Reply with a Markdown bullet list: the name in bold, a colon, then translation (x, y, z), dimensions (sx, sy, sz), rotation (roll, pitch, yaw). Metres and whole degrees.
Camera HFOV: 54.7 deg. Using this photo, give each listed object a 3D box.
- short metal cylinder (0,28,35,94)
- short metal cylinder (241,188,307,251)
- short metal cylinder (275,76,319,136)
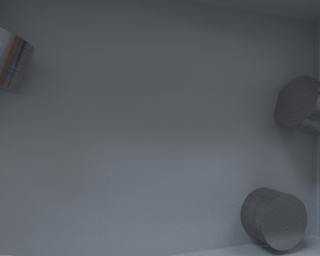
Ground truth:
- **short metal cylinder**: translation (-0.177, -0.073, 0.316), dimensions (0.081, 0.080, 0.050), rotation (19, 84, -19)
- **short metal cylinder**: translation (0.169, 0.133, 0.462), dimensions (0.081, 0.050, 0.079), rotation (0, 90, -21)
- **short metal cylinder**: translation (0.223, -0.032, 0.466), dimensions (0.050, 0.080, 0.080), rotation (18, 84, -20)
